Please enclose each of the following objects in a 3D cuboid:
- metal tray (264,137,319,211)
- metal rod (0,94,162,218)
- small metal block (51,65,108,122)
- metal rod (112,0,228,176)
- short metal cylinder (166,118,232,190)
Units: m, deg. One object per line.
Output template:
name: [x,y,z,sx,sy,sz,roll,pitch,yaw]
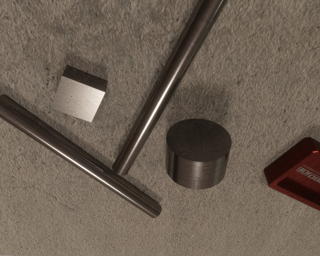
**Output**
metal tray: [0.238,0.075,0.471,0.131,0.030,0.090,26,125,-21]
metal rod: [-0.103,0.055,0.452,0.025,0.025,0.300,-33,123,24]
small metal block: [-0.097,-0.040,0.372,0.050,0.025,0.050,21,127,-17]
metal rod: [0.003,-0.043,0.370,0.025,0.025,0.298,19,128,-16]
short metal cylinder: [0.048,0.032,0.399,0.081,0.080,0.050,0,130,-1]
